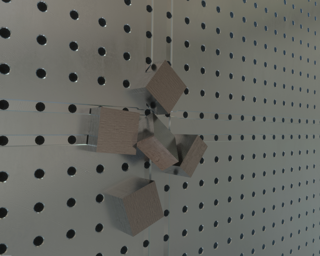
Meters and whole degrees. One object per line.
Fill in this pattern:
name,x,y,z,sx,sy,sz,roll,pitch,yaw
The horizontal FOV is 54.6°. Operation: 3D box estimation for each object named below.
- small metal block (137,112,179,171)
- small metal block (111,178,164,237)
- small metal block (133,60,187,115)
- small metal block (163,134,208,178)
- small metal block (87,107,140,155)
small metal block,-0.003,0.017,0.388,0.050,0.025,0.050,47,21,-30
small metal block,-0.027,0.097,0.386,0.050,0.025,0.050,-23,105,-38
small metal block,0.001,-0.053,0.409,0.050,0.025,0.050,47,62,-30
small metal block,0.028,0.036,0.415,0.025,0.050,0.050,47,62,-30
small metal block,-0.054,0.004,0.361,0.050,0.025,0.050,8,85,-36
